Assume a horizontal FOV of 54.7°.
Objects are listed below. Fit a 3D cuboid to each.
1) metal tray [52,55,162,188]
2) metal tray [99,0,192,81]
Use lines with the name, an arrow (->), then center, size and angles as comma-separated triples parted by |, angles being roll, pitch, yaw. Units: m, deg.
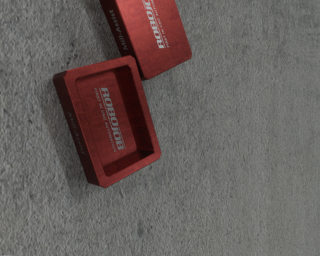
metal tray -> -0.055, -0.009, 0.354 | 0.091, 0.030, 0.129 | -25, 106, -37
metal tray -> -0.017, -0.134, 0.386 | 0.091, 0.030, 0.129 | -33, 111, -35
